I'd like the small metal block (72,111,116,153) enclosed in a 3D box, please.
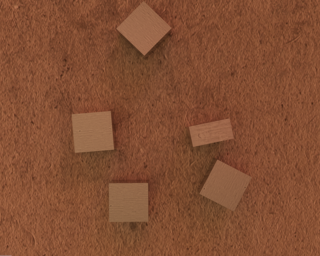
[{"bbox_3d":[-0.086,0.005,0.409,0.050,0.025,0.050,-5,90,0],"label":"small metal block"}]

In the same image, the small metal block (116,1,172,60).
[{"bbox_3d":[-0.020,-0.128,0.410,0.050,0.025,0.050,44,90,0],"label":"small metal block"}]

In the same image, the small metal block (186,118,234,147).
[{"bbox_3d":[0.062,0.005,0.398,0.050,0.050,0.025,-12,90,0],"label":"small metal block"}]

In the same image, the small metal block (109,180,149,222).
[{"bbox_3d":[-0.040,0.095,0.410,0.050,0.025,0.050,0,90,0],"label":"small metal block"}]

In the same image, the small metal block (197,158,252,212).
[{"bbox_3d":[0.085,0.074,0.411,0.050,0.025,0.050,27,90,0],"label":"small metal block"}]
